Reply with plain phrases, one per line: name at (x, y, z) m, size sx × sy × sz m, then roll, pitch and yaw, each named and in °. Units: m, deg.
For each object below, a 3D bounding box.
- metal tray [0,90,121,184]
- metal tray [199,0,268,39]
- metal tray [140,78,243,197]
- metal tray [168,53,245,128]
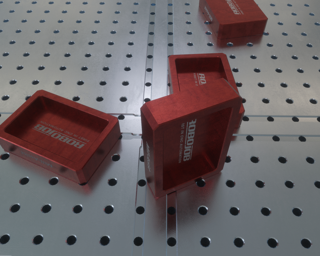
metal tray at (-0.128, 0.006, 0.398) m, size 0.130 × 0.030 × 0.090 m, roll 20°, pitch 53°, yaw 16°
metal tray at (0.136, -0.224, 0.593) m, size 0.091 × 0.030 × 0.130 m, roll -9°, pitch 51°, yaw -7°
metal tray at (0.029, 0.016, 0.327) m, size 0.091 × 0.129 × 0.030 m, roll -19°, pitch 53°, yaw -15°
metal tray at (0.062, -0.057, 0.452) m, size 0.091 × 0.030 × 0.130 m, roll -3°, pitch 50°, yaw -3°
